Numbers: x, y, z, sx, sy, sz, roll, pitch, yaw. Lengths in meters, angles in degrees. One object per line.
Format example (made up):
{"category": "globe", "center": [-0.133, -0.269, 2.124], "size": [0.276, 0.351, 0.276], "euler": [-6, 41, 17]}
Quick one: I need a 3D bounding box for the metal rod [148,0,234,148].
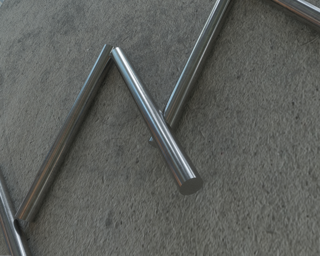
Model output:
{"category": "metal rod", "center": [0.057, -0.106, 0.439], "size": [0.025, 0.025, 0.300], "euler": [13, 68, 33]}

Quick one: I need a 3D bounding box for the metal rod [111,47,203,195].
{"category": "metal rod", "center": [-0.020, -0.033, 0.408], "size": [0.025, 0.025, 0.300], "euler": [-35, 43, 5]}

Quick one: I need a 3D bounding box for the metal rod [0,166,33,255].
{"category": "metal rod", "center": [-0.198, 0.144, 0.419], "size": [0.025, 0.025, 0.300], "euler": [-44, 51, -2]}

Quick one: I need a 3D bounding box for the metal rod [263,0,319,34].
{"category": "metal rod", "center": [0.201, -0.125, 0.374], "size": [0.025, 0.025, 0.300], "euler": [-37, 51, 3]}

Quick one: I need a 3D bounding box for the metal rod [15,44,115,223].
{"category": "metal rod", "center": [-0.136, -0.005, 0.478], "size": [0.025, 0.025, 0.300], "euler": [8, 65, 31]}
